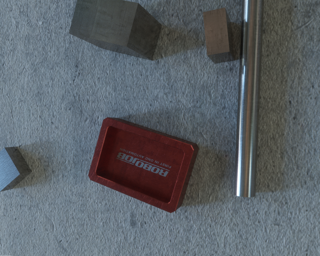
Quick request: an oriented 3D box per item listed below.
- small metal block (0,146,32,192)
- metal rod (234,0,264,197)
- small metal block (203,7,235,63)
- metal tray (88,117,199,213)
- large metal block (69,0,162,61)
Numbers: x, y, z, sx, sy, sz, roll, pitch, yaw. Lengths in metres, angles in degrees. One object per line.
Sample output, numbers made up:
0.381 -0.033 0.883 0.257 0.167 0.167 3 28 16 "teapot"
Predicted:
-0.241 0.065 0.492 0.050 0.025 0.050 -39 78 15 "small metal block"
0.108 -0.069 0.370 0.025 0.025 0.298 3 91 19 "metal rod"
0.071 -0.108 0.370 0.025 0.050 0.050 -6 88 20 "small metal block"
-0.024 0.046 0.413 0.130 0.030 0.089 18 96 18 "metal tray"
-0.054 -0.127 0.398 0.080 0.080 0.050 17 96 19 "large metal block"
